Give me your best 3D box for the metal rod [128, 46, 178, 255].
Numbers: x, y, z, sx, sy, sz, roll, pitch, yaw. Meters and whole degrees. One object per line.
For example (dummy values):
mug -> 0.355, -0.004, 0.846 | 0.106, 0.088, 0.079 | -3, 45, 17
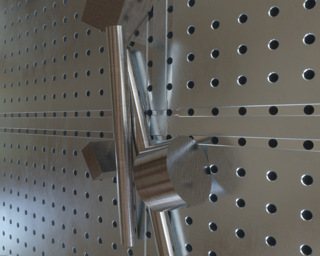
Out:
metal rod -> -0.022, 0.029, 0.427 | 0.025, 0.025, 0.299 | -21, 77, 38

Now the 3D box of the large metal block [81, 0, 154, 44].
large metal block -> -0.059, -0.176, 0.442 | 0.080, 0.050, 0.079 | 33, 110, 35

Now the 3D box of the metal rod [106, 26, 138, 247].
metal rod -> -0.050, 0.017, 0.421 | 0.025, 0.025, 0.298 | 6, 103, 40

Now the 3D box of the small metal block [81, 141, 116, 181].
small metal block -> -0.081, 0.047, 0.460 | 0.025, 0.050, 0.050 | -40, 66, 33

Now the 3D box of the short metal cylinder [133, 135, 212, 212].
short metal cylinder -> 0.016, 0.054, 0.360 | 0.050, 0.081, 0.080 | -23, 76, 38
